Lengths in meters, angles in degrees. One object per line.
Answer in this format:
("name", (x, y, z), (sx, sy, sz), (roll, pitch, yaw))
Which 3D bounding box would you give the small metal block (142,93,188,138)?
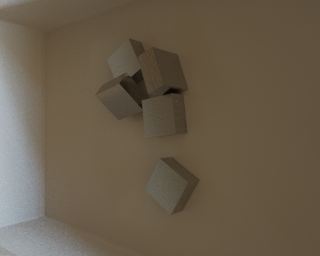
("small metal block", (0.006, -0.015, 0.400), (0.050, 0.025, 0.050), (-9, 84, 39))

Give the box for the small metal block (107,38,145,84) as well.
("small metal block", (-0.043, -0.090, 0.440), (0.050, 0.025, 0.050), (-34, 69, 34))

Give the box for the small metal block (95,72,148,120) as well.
("small metal block", (-0.052, -0.043, 0.429), (0.050, 0.050, 0.025), (-19, 35, 38))

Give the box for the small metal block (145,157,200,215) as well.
("small metal block", (0.015, 0.072, 0.393), (0.050, 0.025, 0.050), (38, 113, 33))

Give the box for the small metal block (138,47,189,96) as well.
("small metal block", (0.004, -0.068, 0.385), (0.025, 0.050, 0.050), (-26, 74, 37))
